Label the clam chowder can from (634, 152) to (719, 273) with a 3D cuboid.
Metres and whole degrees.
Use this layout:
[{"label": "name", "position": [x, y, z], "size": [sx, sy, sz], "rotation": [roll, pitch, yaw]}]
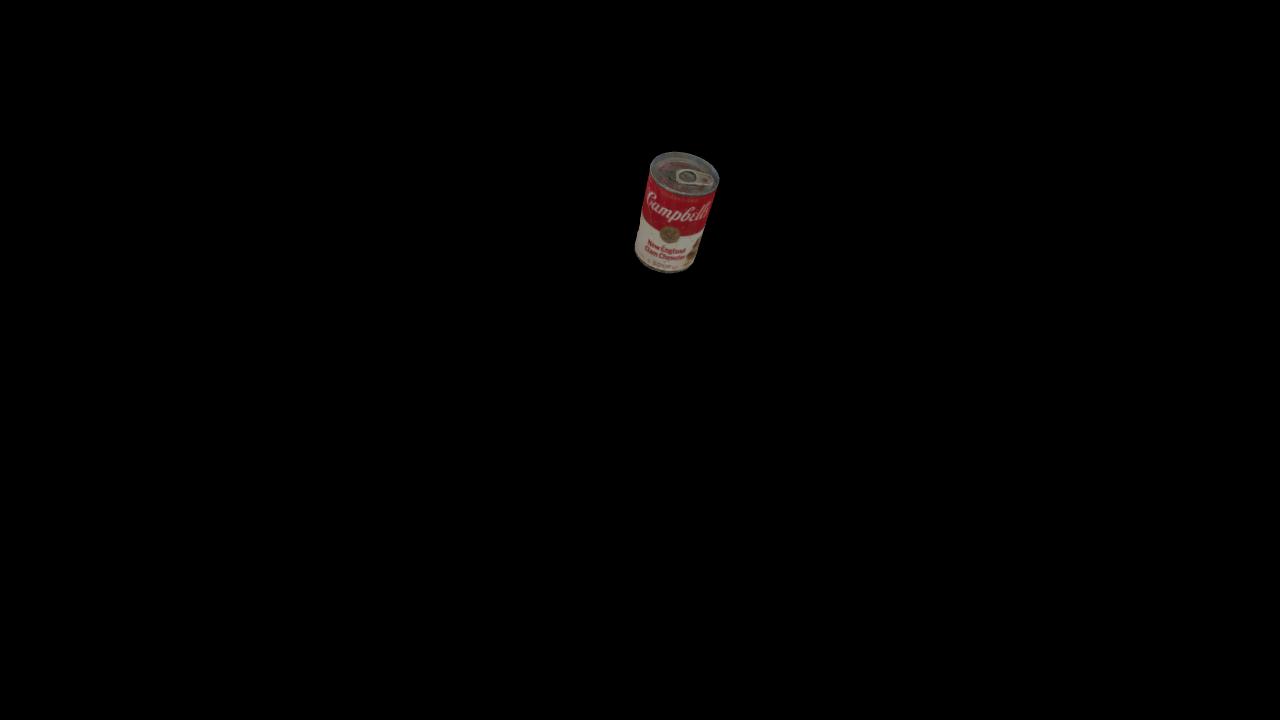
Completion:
[{"label": "clam chowder can", "position": [0.034, -0.146, 0.618], "size": [0.068, 0.068, 0.102], "rotation": [0, -38, -12]}]
